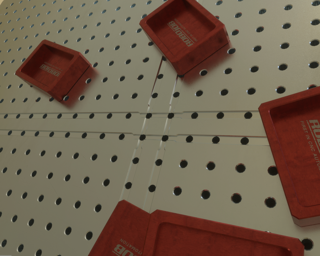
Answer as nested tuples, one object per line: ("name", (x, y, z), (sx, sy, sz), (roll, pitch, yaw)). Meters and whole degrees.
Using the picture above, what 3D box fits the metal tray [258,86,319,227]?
("metal tray", (0.160, 0.022, 0.307), (0.090, 0.030, 0.130), (-17, 55, 18))

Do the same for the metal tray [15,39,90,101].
("metal tray", (-0.202, -0.110, 0.575), (0.130, 0.030, 0.090), (26, 76, 36))

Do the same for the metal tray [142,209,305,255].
("metal tray", (0.048, 0.128, 0.264), (0.131, 0.030, 0.090), (10, 71, 8))

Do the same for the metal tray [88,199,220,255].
("metal tray", (-0.010, 0.142, 0.322), (0.130, 0.030, 0.090), (19, 71, 34))

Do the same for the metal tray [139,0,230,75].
("metal tray", (0.033, -0.150, 0.478), (0.090, 0.030, 0.130), (-35, 51, 4))
